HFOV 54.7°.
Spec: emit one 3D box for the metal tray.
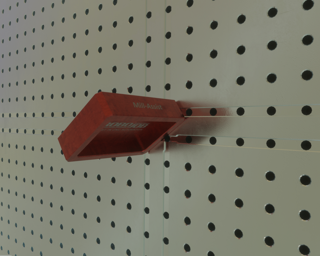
[{"bbox_3d":[-0.042,0.001,0.373,0.090,0.131,0.030,-42,65,32],"label":"metal tray"}]
